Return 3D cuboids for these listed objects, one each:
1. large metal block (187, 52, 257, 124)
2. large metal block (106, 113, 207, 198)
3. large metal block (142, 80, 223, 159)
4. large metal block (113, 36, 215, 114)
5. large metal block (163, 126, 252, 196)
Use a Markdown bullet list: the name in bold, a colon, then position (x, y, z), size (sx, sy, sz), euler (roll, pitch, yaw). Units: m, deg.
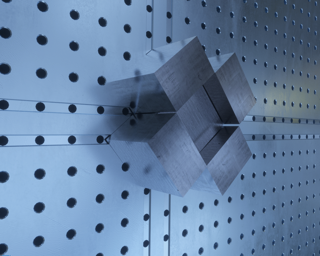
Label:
- **large metal block**: position (0.075, -0.052, 0.435), size (0.050, 0.080, 0.080), euler (-46, 118, -30)
- **large metal block**: position (-0.004, 0.030, 0.368), size (0.050, 0.080, 0.080), euler (-46, 118, -30)
- **large metal block**: position (0.027, -0.011, 0.413), size (0.080, 0.050, 0.080), euler (-45, 116, -28)
- **large metal block**: position (0.005, -0.062, 0.376), size (0.080, 0.080, 0.050), euler (-46, 118, -30)
- **large metal block**: position (0.066, 0.041, 0.429), size (0.080, 0.080, 0.050), euler (-44, 117, -31)
